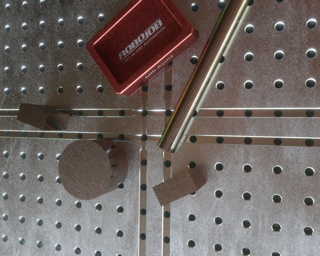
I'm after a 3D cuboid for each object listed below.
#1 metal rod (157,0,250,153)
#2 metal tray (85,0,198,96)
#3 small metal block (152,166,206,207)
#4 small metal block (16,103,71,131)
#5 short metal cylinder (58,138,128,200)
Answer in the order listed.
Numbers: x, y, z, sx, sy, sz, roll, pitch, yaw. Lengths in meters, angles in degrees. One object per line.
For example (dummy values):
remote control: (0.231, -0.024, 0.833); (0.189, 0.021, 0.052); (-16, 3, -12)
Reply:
metal rod: (0.072, -0.106, 0.386); (0.025, 0.025, 0.298); (28, 99, 17)
metal tray: (-0.027, -0.117, 0.418); (0.130, 0.030, 0.090); (-38, 78, 15)
small metal block: (0.026, 0.072, 0.390); (0.050, 0.050, 0.025); (-28, 81, 17)
small metal block: (-0.171, -0.016, 0.458); (0.050, 0.050, 0.025); (19, 97, 18)
short metal cylinder: (-0.092, 0.055, 0.430); (0.080, 0.050, 0.079); (0, 90, 19)
